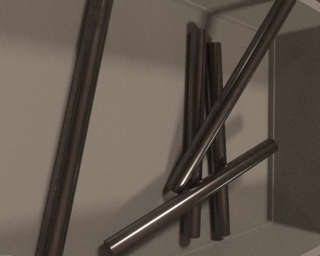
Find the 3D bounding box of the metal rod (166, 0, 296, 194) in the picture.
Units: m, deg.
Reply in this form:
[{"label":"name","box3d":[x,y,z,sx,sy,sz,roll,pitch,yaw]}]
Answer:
[{"label":"metal rod","box3d":[0.094,-0.043,0.420,0.025,0.025,0.299,28,94,-37]}]

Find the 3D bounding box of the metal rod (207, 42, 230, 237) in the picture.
[{"label":"metal rod","box3d":[0.090,0.019,0.484,0.025,0.025,0.298,-6,94,-40]}]

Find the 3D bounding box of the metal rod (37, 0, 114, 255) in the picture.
[{"label":"metal rod","box3d":[-0.088,-0.010,0.333,0.025,0.025,0.299,16,80,-39]}]

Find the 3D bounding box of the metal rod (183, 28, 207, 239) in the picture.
[{"label":"metal rod","box3d":[0.051,0.007,0.451,0.025,0.025,0.298,4,88,-40]}]

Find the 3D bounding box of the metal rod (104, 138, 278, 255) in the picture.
[{"label":"metal rod","box3d":[0.061,0.084,0.427,0.302,0.025,0.025,-25,106,-30]}]
